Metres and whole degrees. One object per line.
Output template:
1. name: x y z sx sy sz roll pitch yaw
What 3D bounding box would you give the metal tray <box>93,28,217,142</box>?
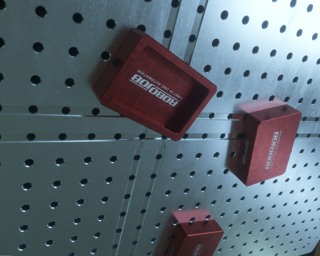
1. metal tray: -0.002 -0.046 0.377 0.131 0.030 0.090 27 103 -38

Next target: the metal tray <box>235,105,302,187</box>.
1. metal tray: 0.181 0.031 0.525 0.091 0.030 0.129 -13 124 -21

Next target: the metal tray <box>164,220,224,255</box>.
1. metal tray: 0.056 0.235 0.583 0.091 0.030 0.129 5 116 -31
